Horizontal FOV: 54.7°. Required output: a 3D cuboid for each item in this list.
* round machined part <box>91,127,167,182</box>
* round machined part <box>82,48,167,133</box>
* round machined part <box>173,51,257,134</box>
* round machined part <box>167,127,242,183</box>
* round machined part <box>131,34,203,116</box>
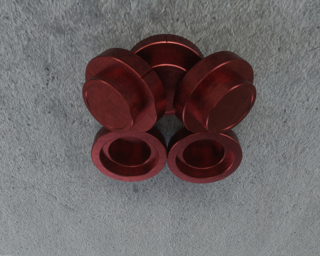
[{"bbox_3d":[-0.040,0.025,0.418,0.099,0.042,0.097,-1,130,0],"label":"round machined part"},{"bbox_3d":[-0.045,-0.033,0.337,0.098,0.042,0.097,24,139,23],"label":"round machined part"},{"bbox_3d":[0.067,-0.032,0.343,0.099,0.042,0.097,-24,141,-21],"label":"round machined part"},{"bbox_3d":[0.059,0.029,0.423,0.099,0.042,0.097,-1,130,0],"label":"round machined part"},{"bbox_3d":[0.006,-0.052,0.352,0.099,0.042,0.097,-1,130,0],"label":"round machined part"}]
